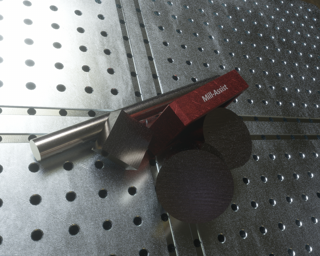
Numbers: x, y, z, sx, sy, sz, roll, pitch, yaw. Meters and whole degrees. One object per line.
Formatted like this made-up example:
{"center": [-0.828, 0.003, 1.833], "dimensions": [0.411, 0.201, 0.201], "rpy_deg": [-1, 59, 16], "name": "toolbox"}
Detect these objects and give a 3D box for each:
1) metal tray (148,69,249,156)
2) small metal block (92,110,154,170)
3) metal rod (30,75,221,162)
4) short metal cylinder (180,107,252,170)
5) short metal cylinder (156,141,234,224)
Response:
{"center": [0.046, -0.021, 0.399], "dimensions": [0.131, 0.090, 0.030], "rpy_deg": [-30, 79, -38], "name": "metal tray"}
{"center": [-0.041, 0.015, 0.356], "dimensions": [0.050, 0.025, 0.050], "rpy_deg": [36, 65, -29], "name": "small metal block"}
{"center": [-0.017, -0.025, 0.409], "dimensions": [0.302, 0.025, 0.025], "rpy_deg": [-24, 75, -36], "name": "metal rod"}
{"center": [0.074, 0.019, 0.409], "dimensions": [0.081, 0.050, 0.080], "rpy_deg": [13, 64, -28], "name": "short metal cylinder"}
{"center": [0.038, 0.058, 0.345], "dimensions": [0.080, 0.080, 0.050], "rpy_deg": [40, 9, -1], "name": "short metal cylinder"}
